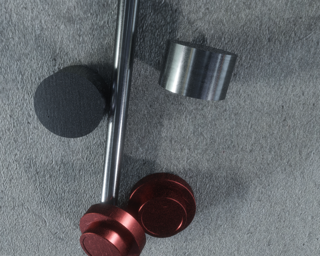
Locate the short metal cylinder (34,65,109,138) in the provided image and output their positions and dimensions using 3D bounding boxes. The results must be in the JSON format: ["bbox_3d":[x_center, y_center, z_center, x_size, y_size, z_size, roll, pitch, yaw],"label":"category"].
[{"bbox_3d":[-0.106,-0.034,0.383,0.081,0.050,0.079,0,110,-1],"label":"short metal cylinder"}]

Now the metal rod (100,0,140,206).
[{"bbox_3d":[-0.053,-0.030,0.397,0.025,0.025,0.298,7,110,-3],"label":"metal rod"}]

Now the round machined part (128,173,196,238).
[{"bbox_3d":[0.003,0.117,0.444,0.099,0.042,0.097,0,110,-1],"label":"round machined part"}]

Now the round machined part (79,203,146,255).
[{"bbox_3d":[-0.073,0.157,0.437,0.098,0.042,0.097,13,126,19],"label":"round machined part"}]

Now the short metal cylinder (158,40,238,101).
[{"bbox_3d":[0.042,-0.068,0.356,0.081,0.080,0.050,11,110,-5],"label":"short metal cylinder"}]
